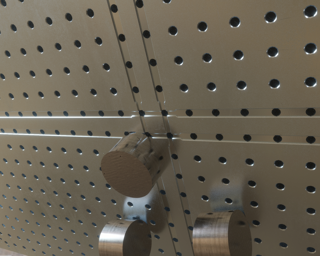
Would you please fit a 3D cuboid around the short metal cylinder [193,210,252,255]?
[{"bbox_3d":[0.087,0.154,0.425,0.050,0.080,0.080,-14,111,33],"label":"short metal cylinder"}]

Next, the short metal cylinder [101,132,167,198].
[{"bbox_3d":[-0.037,0.053,0.446,0.080,0.050,0.079,13,124,20],"label":"short metal cylinder"}]

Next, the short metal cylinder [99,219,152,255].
[{"bbox_3d":[-0.058,0.196,0.526,0.050,0.080,0.080,-9,114,32],"label":"short metal cylinder"}]
